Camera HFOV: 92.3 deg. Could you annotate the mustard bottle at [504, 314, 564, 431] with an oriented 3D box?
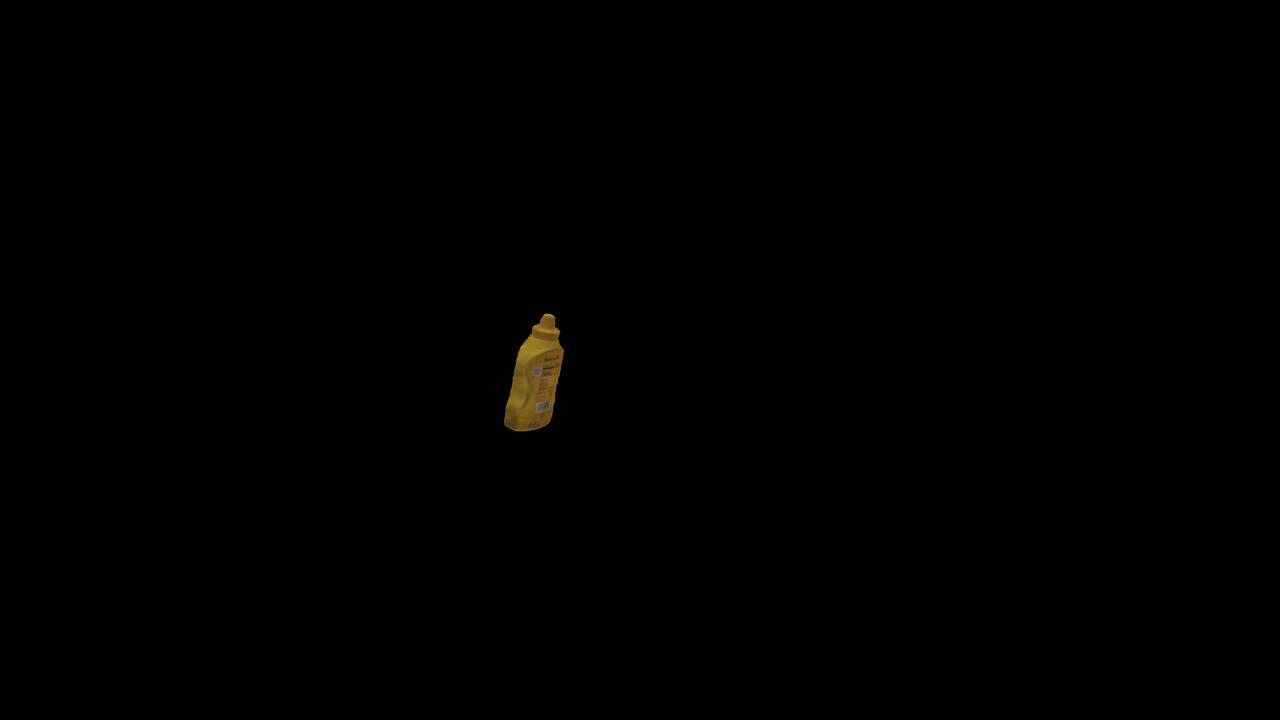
[{"bbox_3d":[-0.158,0.016,0.956,0.054,0.184,0.092,25,21,32],"label":"mustard bottle"}]
